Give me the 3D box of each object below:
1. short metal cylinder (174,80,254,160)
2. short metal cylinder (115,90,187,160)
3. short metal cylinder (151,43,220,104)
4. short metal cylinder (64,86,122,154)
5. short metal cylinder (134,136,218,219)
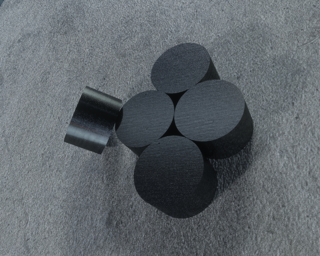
[{"bbox_3d":[0.064,-0.009,0.362,0.080,0.050,0.080,-13,56,21],"label":"short metal cylinder"},{"bbox_3d":[-0.009,-0.001,0.395,0.080,0.050,0.080,-13,56,21],"label":"short metal cylinder"},{"bbox_3d":[0.035,-0.065,0.411,0.080,0.050,0.080,-13,56,21],"label":"short metal cylinder"},{"bbox_3d":[-0.090,-0.010,0.416,0.080,0.050,0.080,-157,89,-78],"label":"short metal cylinder"},{"bbox_3d":[0.018,0.055,0.346,0.080,0.050,0.080,-13,56,21],"label":"short metal cylinder"}]
